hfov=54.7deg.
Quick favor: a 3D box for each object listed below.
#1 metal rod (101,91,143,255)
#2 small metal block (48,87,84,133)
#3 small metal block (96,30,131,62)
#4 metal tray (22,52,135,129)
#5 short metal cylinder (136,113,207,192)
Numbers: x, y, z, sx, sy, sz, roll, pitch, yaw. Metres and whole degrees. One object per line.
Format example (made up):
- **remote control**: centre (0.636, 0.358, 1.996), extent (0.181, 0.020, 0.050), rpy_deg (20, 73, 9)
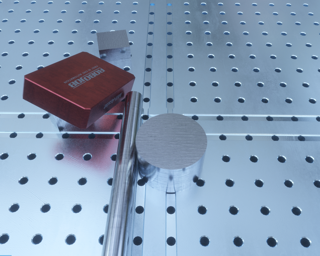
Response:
- **metal rod**: centre (-0.042, 0.071, 0.347), extent (0.025, 0.025, 0.300), rpy_deg (2, 50, 1)
- **small metal block**: centre (-0.123, -0.029, 0.415), extent (0.050, 0.050, 0.025), rpy_deg (-32, 57, -24)
- **small metal block**: centre (-0.078, -0.139, 0.524), extent (0.050, 0.025, 0.050), rpy_deg (-9, 51, -8)
- **metal tray**: centre (-0.101, -0.056, 0.411), extent (0.090, 0.030, 0.131), rpy_deg (27, 33, 8)
- **short metal cylinder**: centre (0.013, 0.029, 0.367), extent (0.080, 0.050, 0.080), rpy_deg (0, 50, 0)
